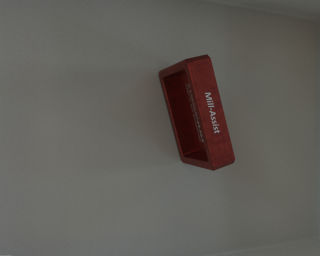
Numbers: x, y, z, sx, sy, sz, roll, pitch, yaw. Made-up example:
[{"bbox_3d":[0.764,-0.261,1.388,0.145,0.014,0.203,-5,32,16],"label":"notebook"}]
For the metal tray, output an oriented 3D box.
[{"bbox_3d":[0.043,-0.017,0.388,0.030,0.090,0.129,-17,96,-20],"label":"metal tray"}]
